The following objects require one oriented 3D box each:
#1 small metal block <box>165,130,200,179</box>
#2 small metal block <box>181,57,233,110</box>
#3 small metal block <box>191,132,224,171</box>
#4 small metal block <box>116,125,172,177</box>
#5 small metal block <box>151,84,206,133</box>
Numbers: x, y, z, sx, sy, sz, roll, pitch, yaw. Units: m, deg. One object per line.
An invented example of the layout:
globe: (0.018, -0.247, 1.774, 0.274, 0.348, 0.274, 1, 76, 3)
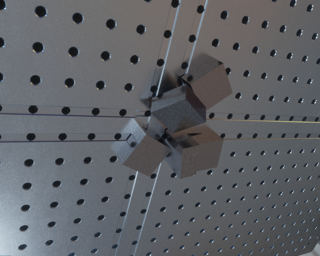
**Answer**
small metal block: (0.029, 0.034, 0.431, 0.025, 0.050, 0.050, -11, 123, -22)
small metal block: (0.063, -0.056, 0.410, 0.050, 0.025, 0.050, -34, 129, -6)
small metal block: (0.063, 0.036, 0.467, 0.050, 0.025, 0.050, -7, 122, -25)
small metal block: (-0.021, 0.032, 0.419, 0.050, 0.025, 0.050, 32, 100, -38)
small metal block: (0.024, -0.023, 0.394, 0.050, 0.025, 0.050, -20, 137, 29)
